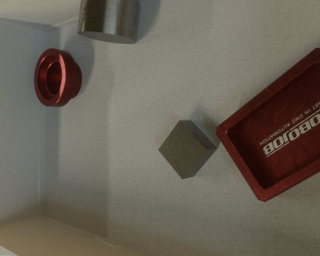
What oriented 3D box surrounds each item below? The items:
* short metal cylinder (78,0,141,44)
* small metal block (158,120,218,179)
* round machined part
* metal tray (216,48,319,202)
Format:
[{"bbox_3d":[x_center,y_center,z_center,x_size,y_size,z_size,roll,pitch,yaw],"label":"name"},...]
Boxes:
[{"bbox_3d":[-0.069,-0.149,0.426,0.080,0.081,0.050,13,98,39],"label":"short metal cylinder"},{"bbox_3d":[0.033,0.026,0.378,0.050,0.025,0.050,49,119,28],"label":"small metal block"},{"bbox_3d":[-0.172,-0.085,0.535,0.098,0.042,0.097,0,90,39],"label":"round machined part"},{"bbox_3d":[0.128,0.001,0.296,0.129,0.030,0.090,-43,65,31],"label":"metal tray"}]
